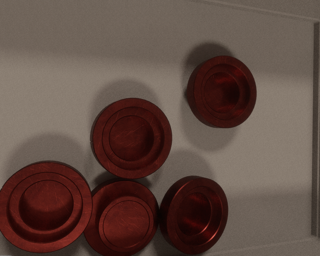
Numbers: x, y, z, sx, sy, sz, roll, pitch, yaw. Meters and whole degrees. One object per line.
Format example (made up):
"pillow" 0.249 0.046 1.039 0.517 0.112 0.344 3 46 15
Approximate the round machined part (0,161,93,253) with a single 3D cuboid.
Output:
"round machined part" -0.128 0.085 0.352 0.099 0.042 0.097 0 89 -15

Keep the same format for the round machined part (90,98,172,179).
"round machined part" -0.038 0.012 0.388 0.099 0.042 0.097 0 90 -21

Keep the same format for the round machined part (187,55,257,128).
"round machined part" 0.082 -0.049 0.433 0.099 0.042 0.097 0 90 -21

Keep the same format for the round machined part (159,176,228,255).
"round machined part" 0.040 0.112 0.412 0.099 0.042 0.097 -1 91 -31

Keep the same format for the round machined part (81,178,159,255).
"round machined part" -0.046 0.114 0.386 0.099 0.042 0.097 0 90 -20
